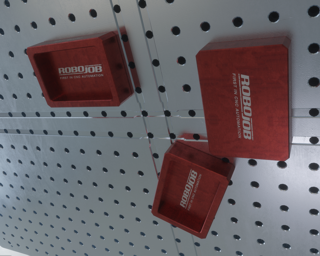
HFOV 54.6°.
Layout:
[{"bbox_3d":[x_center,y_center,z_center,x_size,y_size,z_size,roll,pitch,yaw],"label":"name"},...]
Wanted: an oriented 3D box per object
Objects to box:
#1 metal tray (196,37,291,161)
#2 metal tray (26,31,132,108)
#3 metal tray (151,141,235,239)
[{"bbox_3d":[0.095,-0.028,0.341,0.090,0.030,0.129,2,120,27],"label":"metal tray"},{"bbox_3d":[-0.110,-0.075,0.420,0.130,0.030,0.090,1,119,27],"label":"metal tray"},{"bbox_3d":[0.042,0.091,0.442,0.090,0.030,0.129,22,127,14],"label":"metal tray"}]
